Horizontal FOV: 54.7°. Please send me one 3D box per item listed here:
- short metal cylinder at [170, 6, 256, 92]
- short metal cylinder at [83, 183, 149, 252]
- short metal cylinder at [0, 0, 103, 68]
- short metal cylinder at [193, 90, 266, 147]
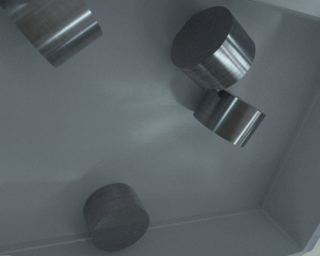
[{"bbox_3d":[0.059,-0.088,0.350,0.050,0.080,0.080,34,99,-39],"label":"short metal cylinder"},{"bbox_3d":[-0.062,0.125,0.436,0.081,0.050,0.079,-14,124,-21],"label":"short metal cylinder"},{"bbox_3d":[-0.093,-0.098,0.261,0.050,0.080,0.080,-37,129,-3],"label":"short metal cylinder"},{"bbox_3d":[0.092,-0.018,0.412,0.080,0.080,0.050,22,107,-36],"label":"short metal cylinder"}]
